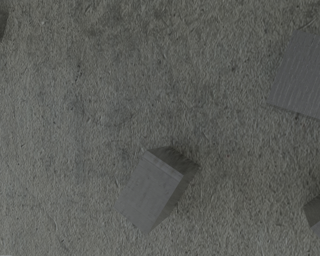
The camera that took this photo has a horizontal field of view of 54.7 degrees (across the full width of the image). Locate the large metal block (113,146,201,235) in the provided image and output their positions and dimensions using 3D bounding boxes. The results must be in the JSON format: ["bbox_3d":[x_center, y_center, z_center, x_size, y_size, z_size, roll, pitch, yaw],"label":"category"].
[{"bbox_3d":[-0.001,0.071,0.380,0.050,0.080,0.080,33,101,17],"label":"large metal block"}]

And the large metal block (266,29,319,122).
[{"bbox_3d":[0.170,-0.051,0.336,0.080,0.050,0.080,21,97,18],"label":"large metal block"}]

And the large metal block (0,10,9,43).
[{"bbox_3d":[-0.306,-0.178,0.488,0.080,0.080,0.050,19,97,19],"label":"large metal block"}]

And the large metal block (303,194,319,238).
[{"bbox_3d":[0.197,0.084,0.310,0.080,0.080,0.050,-45,76,14],"label":"large metal block"}]
